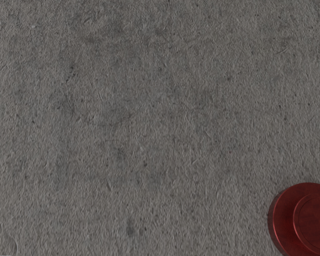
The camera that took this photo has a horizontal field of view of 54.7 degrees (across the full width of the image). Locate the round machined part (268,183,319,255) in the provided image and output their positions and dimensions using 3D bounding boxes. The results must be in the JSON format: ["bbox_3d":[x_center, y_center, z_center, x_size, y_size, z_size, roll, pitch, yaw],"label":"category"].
[{"bbox_3d":[0.181,0.112,0.359,0.099,0.042,0.098,0,70,0],"label":"round machined part"}]
